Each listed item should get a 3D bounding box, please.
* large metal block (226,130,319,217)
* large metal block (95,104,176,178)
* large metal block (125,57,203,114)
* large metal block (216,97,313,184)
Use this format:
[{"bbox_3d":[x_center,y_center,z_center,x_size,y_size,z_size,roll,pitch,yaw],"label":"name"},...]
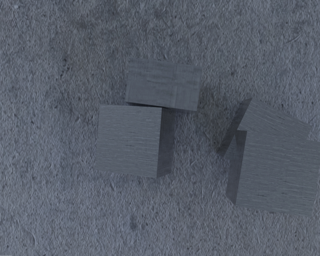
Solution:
[{"bbox_3d":[0.125,0.048,0.348,0.080,0.050,0.080,9,90,0],"label":"large metal block"},{"bbox_3d":[-0.029,0.014,0.384,0.080,0.050,0.080,5,90,21],"label":"large metal block"},{"bbox_3d":[0.004,-0.049,0.382,0.080,0.080,0.050,8,90,0],"label":"large metal block"},{"bbox_3d":[0.131,0.016,0.398,0.080,0.050,0.080,26,90,0],"label":"large metal block"}]
